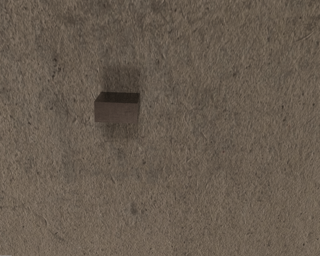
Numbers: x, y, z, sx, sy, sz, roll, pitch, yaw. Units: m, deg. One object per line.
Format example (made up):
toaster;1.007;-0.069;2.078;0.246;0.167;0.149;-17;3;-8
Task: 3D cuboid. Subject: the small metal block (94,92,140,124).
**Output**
small metal block;-0.052;-0.026;0.386;0.050;0.050;0.025;2;110;-1
